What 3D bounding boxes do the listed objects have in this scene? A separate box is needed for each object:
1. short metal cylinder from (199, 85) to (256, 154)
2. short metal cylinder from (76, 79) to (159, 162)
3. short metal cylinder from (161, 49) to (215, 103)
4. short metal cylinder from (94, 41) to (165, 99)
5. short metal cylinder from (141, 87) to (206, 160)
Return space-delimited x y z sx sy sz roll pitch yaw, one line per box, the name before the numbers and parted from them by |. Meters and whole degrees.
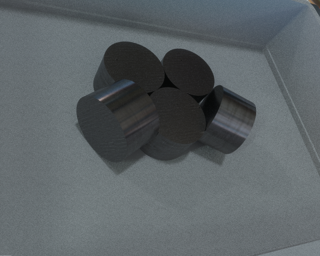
short metal cylinder | 0.084 -0.011 0.420 0.050 0.080 0.080 26 53 -12
short metal cylinder | -0.048 -0.008 0.348 0.050 0.080 0.080 -35 81 -38
short metal cylinder | 0.030 -0.066 0.444 0.081 0.050 0.080 14 56 -21
short metal cylinder | -0.041 -0.065 0.405 0.081 0.050 0.080 14 56 -21
short metal cylinder | 0.011 -0.005 0.396 0.081 0.050 0.080 14 56 -21
